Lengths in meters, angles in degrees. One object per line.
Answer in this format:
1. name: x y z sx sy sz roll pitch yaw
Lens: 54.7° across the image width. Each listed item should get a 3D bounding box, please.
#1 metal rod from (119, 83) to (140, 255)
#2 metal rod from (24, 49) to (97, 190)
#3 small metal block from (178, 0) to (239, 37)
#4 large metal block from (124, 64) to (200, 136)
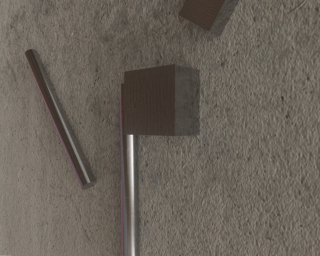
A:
1. metal rod: -0.042 0.087 0.437 0.025 0.025 0.298 -2 89 39
2. metal rod: -0.184 -0.027 0.552 0.025 0.025 0.299 -45 64 30
3. small metal block: 0.057 -0.141 0.357 0.050 0.025 0.050 41 114 32
4. large metal block: 0.002 -0.031 0.386 0.080 0.050 0.079 1 90 39
